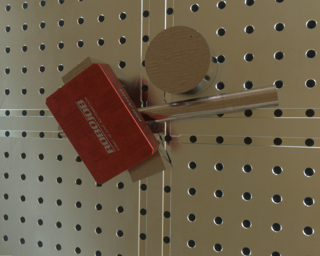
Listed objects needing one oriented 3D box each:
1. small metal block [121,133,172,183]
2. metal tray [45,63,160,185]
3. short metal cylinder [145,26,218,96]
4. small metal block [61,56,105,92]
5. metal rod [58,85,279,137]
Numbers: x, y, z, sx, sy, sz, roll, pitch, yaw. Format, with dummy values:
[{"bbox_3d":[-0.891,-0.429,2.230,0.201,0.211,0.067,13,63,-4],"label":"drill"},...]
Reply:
[{"bbox_3d":[-0.019,0.040,0.417,0.050,0.025,0.050,-25,82,18],"label":"small metal block"},{"bbox_3d":[-0.073,-0.005,0.393,0.090,0.030,0.130,-32,91,17],"label":"metal tray"},{"bbox_3d":[0.028,-0.081,0.388,0.080,0.050,0.079,0,90,19],"label":"short metal cylinder"},{"bbox_3d":[-0.099,-0.070,0.432,0.050,0.050,0.025,-33,80,17],"label":"small metal block"},{"bbox_3d":[-0.003,-0.019,0.413,0.301,0.025,0.025,-8,87,19],"label":"metal rod"}]
